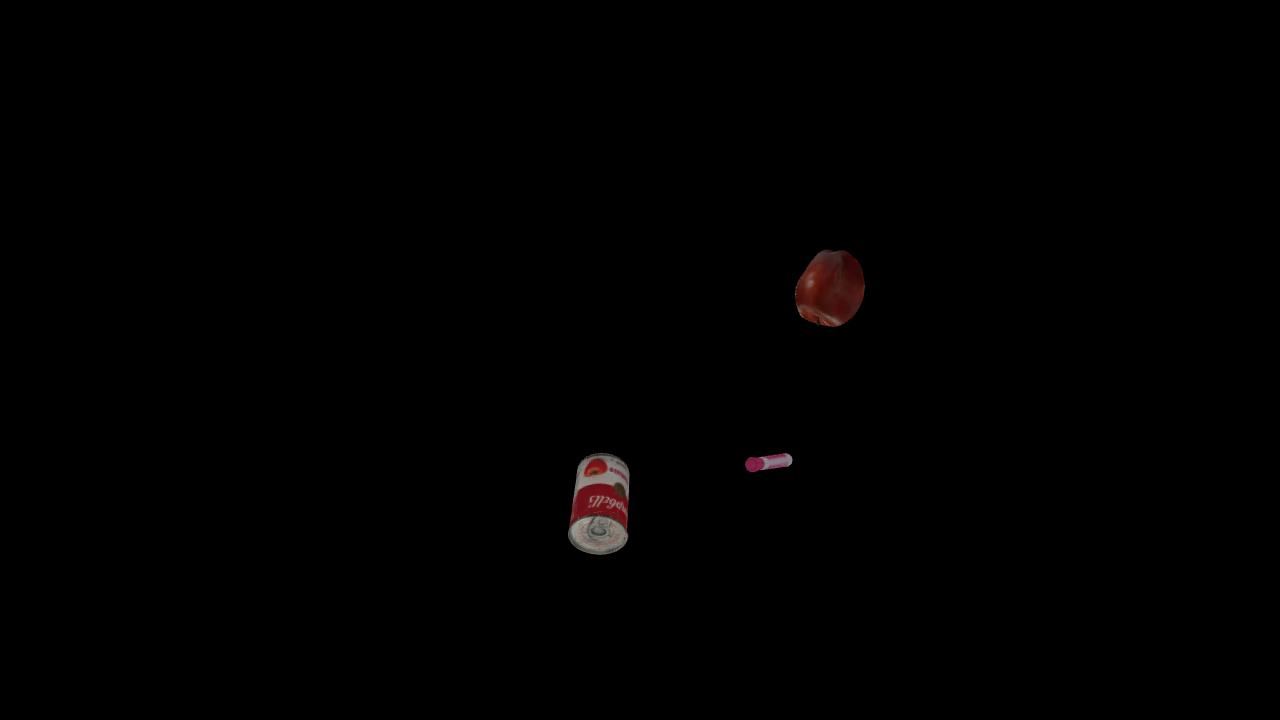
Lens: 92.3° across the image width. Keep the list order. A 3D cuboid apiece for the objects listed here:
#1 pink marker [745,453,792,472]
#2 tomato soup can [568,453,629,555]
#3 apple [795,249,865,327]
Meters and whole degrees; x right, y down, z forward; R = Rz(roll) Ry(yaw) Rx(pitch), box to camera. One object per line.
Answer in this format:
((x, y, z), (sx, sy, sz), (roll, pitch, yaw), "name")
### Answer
((0.173, 0.137, 0.823), (0.020, 0.020, 0.121), (0, -5, 35), "pink marker")
((-0.046, 0.168, 0.730), (0.068, 0.068, 0.101), (0, 35, 1), "tomato soup can")
((0.229, -0.084, 0.741), (0.079, 0.093, 0.079), (21, -5, 2), "apple")
